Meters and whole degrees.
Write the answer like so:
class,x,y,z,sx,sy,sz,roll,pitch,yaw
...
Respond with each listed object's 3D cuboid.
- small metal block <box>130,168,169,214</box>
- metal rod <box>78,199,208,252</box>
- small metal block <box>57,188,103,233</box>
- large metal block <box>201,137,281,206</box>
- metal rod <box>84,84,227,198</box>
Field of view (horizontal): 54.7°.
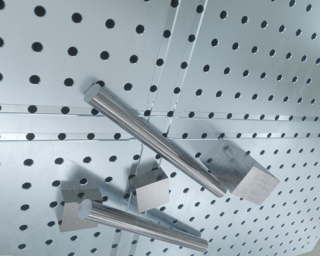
class,x,y,z,sx,sy,sz,roll,pitch,yaw
small metal block,-0.015,0.093,0.461,0.050,0.025,0.050,-16,125,-20
metal rod,-0.006,0.163,0.490,0.025,0.025,0.301,-49,135,6
small metal block,-0.109,0.111,0.420,0.050,0.025,0.050,1,118,-29
large metal block,0.126,0.068,0.486,0.080,0.080,0.050,28,103,-38
metal rod,0.014,0.035,0.439,0.025,0.025,0.301,-47,129,5
